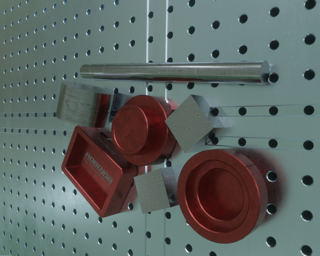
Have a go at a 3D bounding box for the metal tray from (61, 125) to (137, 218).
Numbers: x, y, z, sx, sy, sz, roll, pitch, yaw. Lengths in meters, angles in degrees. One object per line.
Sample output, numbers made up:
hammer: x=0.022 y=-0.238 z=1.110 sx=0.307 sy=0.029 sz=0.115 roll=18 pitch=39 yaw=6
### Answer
metal tray: x=-0.101 y=0.065 z=0.489 sx=0.130 sy=0.030 sz=0.089 roll=38 pitch=114 yaw=33

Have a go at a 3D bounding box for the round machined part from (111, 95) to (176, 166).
round machined part: x=-0.028 y=0.003 z=0.421 sx=0.098 sy=0.042 sz=0.097 roll=-3 pitch=85 yaw=39

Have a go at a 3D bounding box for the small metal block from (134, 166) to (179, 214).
small metal block: x=-0.003 y=0.083 z=0.413 sx=0.050 sy=0.025 sz=0.050 roll=-24 pitch=75 yaw=37

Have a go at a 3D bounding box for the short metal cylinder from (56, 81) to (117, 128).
short metal cylinder: x=-0.110 y=-0.036 z=0.464 sx=0.080 sy=0.081 sz=0.050 roll=23 pitch=104 yaw=38

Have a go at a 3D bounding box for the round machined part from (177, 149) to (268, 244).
round machined part: x=0.071 y=0.071 z=0.340 sx=0.098 sy=0.042 sz=0.097 roll=0 pitch=90 yaw=40

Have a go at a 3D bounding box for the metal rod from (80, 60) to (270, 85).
metal rod: x=-0.006 y=-0.075 z=0.414 sx=0.300 sy=0.025 sz=0.025 roll=9 pitch=96 yaw=39

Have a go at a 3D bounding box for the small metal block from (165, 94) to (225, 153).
small metal block: x=0.041 y=-0.005 z=0.376 sx=0.050 sy=0.025 sz=0.050 roll=-46 pitch=63 yaw=30
